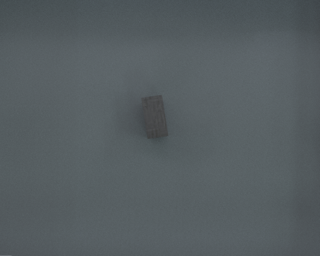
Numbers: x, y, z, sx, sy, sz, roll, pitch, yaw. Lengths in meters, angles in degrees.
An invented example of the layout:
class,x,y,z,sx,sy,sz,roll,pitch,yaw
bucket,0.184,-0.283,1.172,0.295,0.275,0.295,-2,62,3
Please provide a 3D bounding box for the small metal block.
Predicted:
class,x,y,z,sx,sy,sz,roll,pitch,yaw
small metal block,-0.006,-0.013,0.395,0.025,0.050,0.050,-9,90,0
